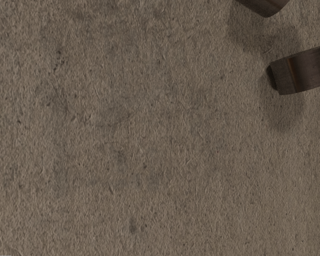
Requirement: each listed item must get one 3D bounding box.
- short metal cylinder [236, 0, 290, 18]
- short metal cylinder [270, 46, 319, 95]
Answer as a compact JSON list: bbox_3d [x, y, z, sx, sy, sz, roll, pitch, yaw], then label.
[{"bbox_3d":[0.151,-0.205,0.437,0.050,0.080,0.080,23,83,-19],"label":"short metal cylinder"},{"bbox_3d":[0.211,-0.086,0.460,0.081,0.080,0.050,-22,98,-19],"label":"short metal cylinder"}]
